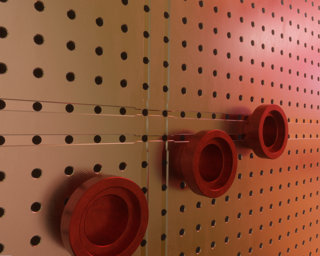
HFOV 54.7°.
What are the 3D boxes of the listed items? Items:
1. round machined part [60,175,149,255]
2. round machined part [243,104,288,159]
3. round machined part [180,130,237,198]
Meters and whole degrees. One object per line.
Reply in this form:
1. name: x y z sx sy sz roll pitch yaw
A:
1. round machined part: -0.064 0.101 0.346 0.099 0.042 0.097 0 90 -40
2. round machined part: 0.187 0.006 0.559 0.099 0.042 0.097 0 90 -40
3. round machined part: 0.068 0.051 0.458 0.099 0.042 0.097 0 90 -40
